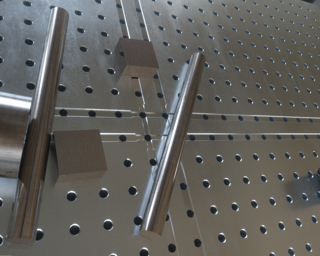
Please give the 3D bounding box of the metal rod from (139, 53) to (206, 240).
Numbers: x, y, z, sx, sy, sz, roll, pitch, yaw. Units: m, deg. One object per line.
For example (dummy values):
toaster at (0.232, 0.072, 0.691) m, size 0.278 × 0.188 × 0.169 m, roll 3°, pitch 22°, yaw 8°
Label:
metal rod at (0.026, 0.000, 0.421) m, size 0.025 × 0.025 × 0.300 m, roll 27°, pitch 52°, yaw -12°

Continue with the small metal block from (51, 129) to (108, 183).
small metal block at (-0.090, 0.030, 0.341) m, size 0.050 × 0.025 × 0.050 m, roll -2°, pitch 63°, yaw -29°

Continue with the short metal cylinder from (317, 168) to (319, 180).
short metal cylinder at (0.296, 0.080, 0.483) m, size 0.081 × 0.080 × 0.050 m, roll 3°, pitch 60°, yaw -27°

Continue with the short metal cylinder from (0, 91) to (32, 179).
short metal cylinder at (-0.153, 0.005, 0.287) m, size 0.050 × 0.080 × 0.080 m, roll 10°, pitch 57°, yaw -23°

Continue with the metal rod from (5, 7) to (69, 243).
metal rod at (-0.132, -0.028, 0.353) m, size 0.025 × 0.025 × 0.299 m, roll 11°, pitch 57°, yaw -23°

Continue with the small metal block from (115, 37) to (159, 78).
small metal block at (-0.034, -0.102, 0.452) m, size 0.050 × 0.025 × 0.050 m, roll -1°, pitch 62°, yaw -29°
